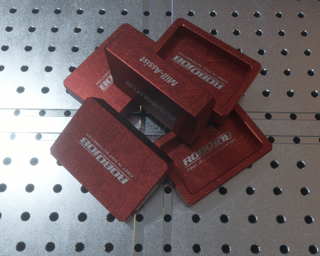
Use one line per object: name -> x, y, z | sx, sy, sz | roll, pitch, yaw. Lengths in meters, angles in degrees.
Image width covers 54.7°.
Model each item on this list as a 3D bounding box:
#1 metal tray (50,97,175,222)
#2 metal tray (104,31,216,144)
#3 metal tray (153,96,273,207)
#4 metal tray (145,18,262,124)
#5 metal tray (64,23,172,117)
metal tray -> -0.060, 0.036, 0.375 | 0.130, 0.030, 0.090 | 41, 100, 13
metal tray -> -0.002, -0.043, 0.360 | 0.130, 0.090, 0.030 | 39, 75, 12
metal tray -> 0.064, 0.028, 0.398 | 0.131, 0.030, 0.090 | -32, 73, -11
metal tray -> 0.052, -0.077, 0.405 | 0.130, 0.030, 0.090 | 34, 73, 11
metal tray -> -0.056, -0.076, 0.435 | 0.090, 0.030, 0.130 | 37, 74, 12
